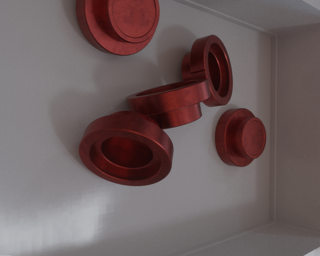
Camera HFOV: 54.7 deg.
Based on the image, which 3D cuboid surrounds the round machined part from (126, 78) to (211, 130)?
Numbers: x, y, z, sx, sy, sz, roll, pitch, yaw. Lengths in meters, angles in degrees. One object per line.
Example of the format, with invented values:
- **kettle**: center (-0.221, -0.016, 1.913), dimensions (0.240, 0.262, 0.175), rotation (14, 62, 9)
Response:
- **round machined part**: center (0.013, -0.027, 0.369), dimensions (0.099, 0.098, 0.042), rotation (-23, 105, -38)

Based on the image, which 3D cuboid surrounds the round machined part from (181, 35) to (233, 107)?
- **round machined part**: center (0.065, -0.078, 0.438), dimensions (0.098, 0.042, 0.098), rotation (15, 72, -55)

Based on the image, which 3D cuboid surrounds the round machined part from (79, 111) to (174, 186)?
- **round machined part**: center (-0.034, 0.019, 0.338), dimensions (0.098, 0.098, 0.042), rotation (44, 38, -32)

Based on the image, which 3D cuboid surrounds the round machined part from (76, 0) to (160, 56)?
- **round machined part**: center (-0.039, -0.131, 0.348), dimensions (0.099, 0.042, 0.097), rotation (-15, 113, -37)

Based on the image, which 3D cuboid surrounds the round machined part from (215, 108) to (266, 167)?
- **round machined part**: center (0.139, 0.016, 0.512), dimensions (0.099, 0.042, 0.097), rotation (0, 90, -40)
